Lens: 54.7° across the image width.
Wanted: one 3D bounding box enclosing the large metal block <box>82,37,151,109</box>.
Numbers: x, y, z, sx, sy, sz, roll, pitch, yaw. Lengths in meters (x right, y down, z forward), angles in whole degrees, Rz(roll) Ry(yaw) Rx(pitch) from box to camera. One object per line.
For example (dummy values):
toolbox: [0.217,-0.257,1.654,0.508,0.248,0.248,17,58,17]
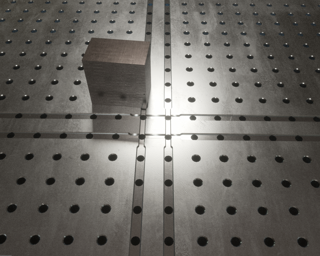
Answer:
large metal block: [-0.056,-0.076,0.435,0.080,0.080,0.050,5,50,4]
